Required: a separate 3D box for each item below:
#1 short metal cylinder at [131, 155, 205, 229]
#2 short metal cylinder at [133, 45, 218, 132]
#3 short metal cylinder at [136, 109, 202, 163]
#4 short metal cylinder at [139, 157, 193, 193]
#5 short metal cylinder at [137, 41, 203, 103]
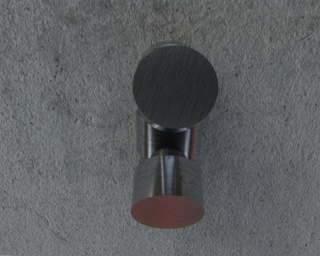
[{"bbox_3d":[0.009,0.075,0.355,0.080,0.050,0.080,1,138,1],"label":"short metal cylinder"},{"bbox_3d":[0.014,-0.037,0.315,0.081,0.050,0.080,0,85,-1],"label":"short metal cylinder"},{"bbox_3d":[0.011,0.003,0.383,0.081,0.080,0.050,1,110,-1],"label":"short metal cylinder"},{"bbox_3d":[0.009,0.063,0.421,0.081,0.050,0.079,0,110,0],"label":"short metal cylinder"},{"bbox_3d":[0.012,-0.063,0.375,0.081,0.050,0.079,0,110,0],"label":"short metal cylinder"}]
